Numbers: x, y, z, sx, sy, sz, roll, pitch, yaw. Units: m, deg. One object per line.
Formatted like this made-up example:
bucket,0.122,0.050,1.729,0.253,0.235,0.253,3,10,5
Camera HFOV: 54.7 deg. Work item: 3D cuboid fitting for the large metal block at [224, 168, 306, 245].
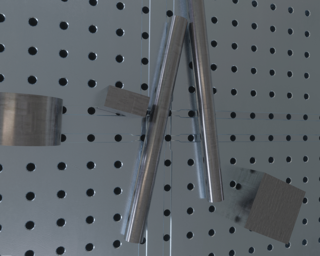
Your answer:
large metal block,0.154,0.113,0.456,0.080,0.050,0.080,25,82,-18

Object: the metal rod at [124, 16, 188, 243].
metal rod,-0.004,-0.001,0.410,0.025,0.025,0.298,13,86,-20

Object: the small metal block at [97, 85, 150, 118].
small metal block,-0.046,-0.031,0.382,0.050,0.050,0.025,15,85,-20

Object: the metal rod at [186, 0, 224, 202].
metal rod,0.063,-0.046,0.435,0.025,0.025,0.298,-7,93,-20

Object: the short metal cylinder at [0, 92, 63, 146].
short metal cylinder,-0.147,-0.008,0.329,0.081,0.080,0.050,3,89,-20
